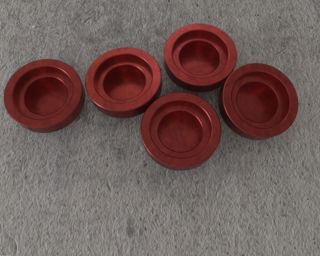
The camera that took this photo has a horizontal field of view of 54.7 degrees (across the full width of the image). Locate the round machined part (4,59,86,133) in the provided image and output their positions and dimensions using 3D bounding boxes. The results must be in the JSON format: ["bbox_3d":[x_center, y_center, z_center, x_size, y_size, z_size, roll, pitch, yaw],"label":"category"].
[{"bbox_3d":[-0.148,-0.039,0.412,0.099,0.042,0.098,0,70,0],"label":"round machined part"}]

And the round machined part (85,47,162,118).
[{"bbox_3d":[-0.046,-0.056,0.416,0.099,0.042,0.098,-1,65,3],"label":"round machined part"}]

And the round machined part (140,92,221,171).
[{"bbox_3d":[0.025,0.007,0.397,0.099,0.042,0.098,0,70,0],"label":"round machined part"}]

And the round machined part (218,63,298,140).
[{"bbox_3d":[0.124,-0.032,0.406,0.099,0.042,0.098,1,77,-6],"label":"round machined part"}]

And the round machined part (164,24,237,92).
[{"bbox_3d":[0.054,-0.093,0.433,0.099,0.042,0.098,0,70,0],"label":"round machined part"}]
